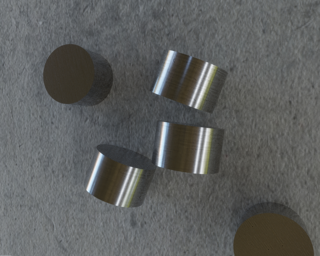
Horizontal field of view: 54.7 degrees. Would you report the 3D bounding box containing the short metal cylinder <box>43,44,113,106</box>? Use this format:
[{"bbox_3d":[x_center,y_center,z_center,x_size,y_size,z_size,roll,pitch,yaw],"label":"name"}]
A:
[{"bbox_3d":[-0.114,-0.072,0.434,0.080,0.050,0.079,0,90,19],"label":"short metal cylinder"}]

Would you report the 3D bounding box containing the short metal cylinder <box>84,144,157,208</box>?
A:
[{"bbox_3d":[-0.050,0.059,0.397,0.080,0.080,0.050,23,98,18],"label":"short metal cylinder"}]

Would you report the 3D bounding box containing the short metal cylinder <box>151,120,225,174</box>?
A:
[{"bbox_3d":[0.033,0.021,0.368,0.080,0.080,0.050,9,93,19],"label":"short metal cylinder"}]

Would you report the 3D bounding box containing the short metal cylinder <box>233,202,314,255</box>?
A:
[{"bbox_3d":[0.127,0.130,0.351,0.080,0.050,0.079,0,90,19],"label":"short metal cylinder"}]

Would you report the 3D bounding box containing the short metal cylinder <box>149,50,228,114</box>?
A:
[{"bbox_3d":[0.033,-0.054,0.367,0.080,0.080,0.050,23,98,18],"label":"short metal cylinder"}]
